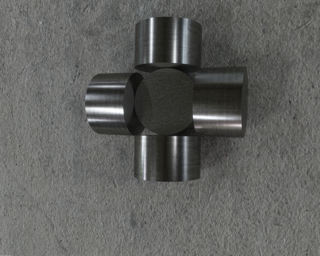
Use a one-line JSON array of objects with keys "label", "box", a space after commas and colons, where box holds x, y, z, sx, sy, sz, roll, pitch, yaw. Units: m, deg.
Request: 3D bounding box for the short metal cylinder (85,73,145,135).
[{"label": "short metal cylinder", "box": [-0.052, -0.031, 0.399, 0.050, 0.080, 0.079, 2, 91, 20]}]

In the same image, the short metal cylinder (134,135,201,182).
[{"label": "short metal cylinder", "box": [0.009, 0.034, 0.377, 0.080, 0.080, 0.050, 1, 90, 19]}]

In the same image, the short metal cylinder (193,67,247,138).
[{"label": "short metal cylinder", "box": [0.072, -0.029, 0.355, 0.050, 0.080, 0.079, 2, 91, 20]}]

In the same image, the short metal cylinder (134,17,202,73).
[{"label": "short metal cylinder", "box": [0.010, -0.097, 0.376, 0.080, 0.080, 0.050, 2, 91, 19]}]

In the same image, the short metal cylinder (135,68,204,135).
[{"label": "short metal cylinder", "box": [0.015, -0.031, 0.391, 0.080, 0.050, 0.079, 0, 90, 19]}]
